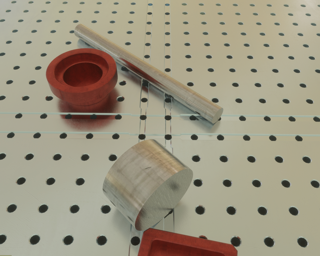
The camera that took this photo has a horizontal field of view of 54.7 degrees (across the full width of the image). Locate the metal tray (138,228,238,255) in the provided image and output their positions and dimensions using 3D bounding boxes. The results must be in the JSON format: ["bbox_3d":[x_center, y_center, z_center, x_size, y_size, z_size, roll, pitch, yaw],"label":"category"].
[{"bbox_3d":[0.016,0.162,0.268,0.090,0.030,0.130,9,51,7],"label":"metal tray"}]

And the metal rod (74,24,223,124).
[{"bbox_3d":[-0.032,-0.095,0.486,0.300,0.025,0.025,35,58,25],"label":"metal rod"}]

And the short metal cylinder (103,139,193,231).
[{"bbox_3d":[-0.012,0.059,0.323,0.080,0.080,0.050,-36,59,-26],"label":"short metal cylinder"}]

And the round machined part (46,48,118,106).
[{"bbox_3d":[-0.111,-0.071,0.455,0.099,0.042,0.098,0,50,0],"label":"round machined part"}]
